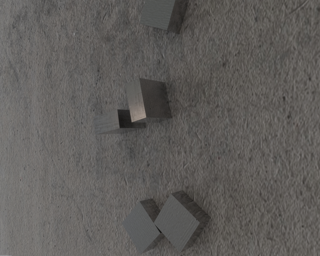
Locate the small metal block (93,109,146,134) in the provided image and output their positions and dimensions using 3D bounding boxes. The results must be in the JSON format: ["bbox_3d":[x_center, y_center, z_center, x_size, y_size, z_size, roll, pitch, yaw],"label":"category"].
[{"bbox_3d":[-0.056,-0.008,0.435,0.050,0.050,0.025,-13,82,39],"label":"small metal block"}]

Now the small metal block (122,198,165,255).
[{"bbox_3d":[-0.018,0.133,0.420,0.050,0.025,0.050,51,120,27],"label":"small metal block"}]

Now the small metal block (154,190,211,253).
[{"bbox_3d":[0.027,0.114,0.383,0.050,0.025,0.050,41,114,32],"label":"small metal block"}]

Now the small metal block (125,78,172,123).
[{"bbox_3d":[-0.014,-0.034,0.400,0.025,0.050,0.050,-17,79,39],"label":"small metal block"}]

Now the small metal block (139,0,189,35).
[{"bbox_3d":[0.006,-0.153,0.400,0.050,0.025,0.050,26,107,37],"label":"small metal block"}]
